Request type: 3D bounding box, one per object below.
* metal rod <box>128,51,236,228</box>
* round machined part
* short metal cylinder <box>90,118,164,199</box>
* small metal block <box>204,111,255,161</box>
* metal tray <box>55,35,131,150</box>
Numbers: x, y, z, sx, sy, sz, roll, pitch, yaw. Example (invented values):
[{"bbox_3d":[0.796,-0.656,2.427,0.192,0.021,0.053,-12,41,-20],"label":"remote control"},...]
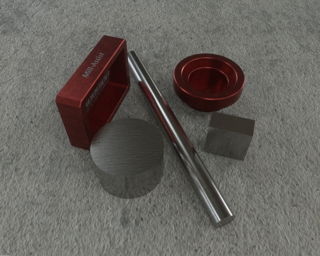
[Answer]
[{"bbox_3d":[0.011,-0.008,0.412,0.025,0.025,0.300,-17,52,-14],"label":"metal rod"},{"bbox_3d":[0.068,-0.061,0.446,0.099,0.042,0.098,0,50,0],"label":"round machined part"},{"bbox_3d":[-0.036,0.035,0.359,0.081,0.050,0.080,0,50,0],"label":"short metal cylinder"},{"bbox_3d":[0.083,0.010,0.377,0.050,0.050,0.025,13,51,10],"label":"small metal block"},{"bbox_3d":[-0.079,-0.047,0.401,0.030,0.089,0.130,14,51,11],"label":"metal tray"}]
